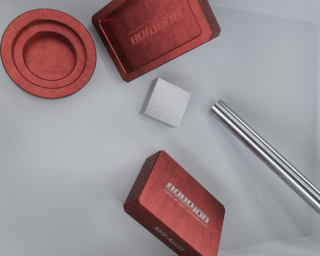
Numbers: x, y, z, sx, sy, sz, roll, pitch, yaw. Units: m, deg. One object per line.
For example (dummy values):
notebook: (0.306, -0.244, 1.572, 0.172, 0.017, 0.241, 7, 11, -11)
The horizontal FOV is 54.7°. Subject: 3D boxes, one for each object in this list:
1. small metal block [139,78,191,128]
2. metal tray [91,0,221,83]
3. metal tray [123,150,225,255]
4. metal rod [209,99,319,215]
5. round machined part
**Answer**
small metal block: (0.007, -0.032, 0.414, 0.050, 0.025, 0.050, 24, 82, -19)
metal tray: (-0.008, -0.118, 0.356, 0.090, 0.130, 0.030, 62, 36, -10)
metal tray: (0.024, 0.102, 0.392, 0.130, 0.030, 0.090, 44, 39, -15)
metal rod: (0.185, 0.071, 0.422, 0.300, 0.025, 0.025, 44, 75, 8)
round machined part: (-0.126, -0.081, 0.355, 0.099, 0.042, 0.097, 0, 90, -21)
